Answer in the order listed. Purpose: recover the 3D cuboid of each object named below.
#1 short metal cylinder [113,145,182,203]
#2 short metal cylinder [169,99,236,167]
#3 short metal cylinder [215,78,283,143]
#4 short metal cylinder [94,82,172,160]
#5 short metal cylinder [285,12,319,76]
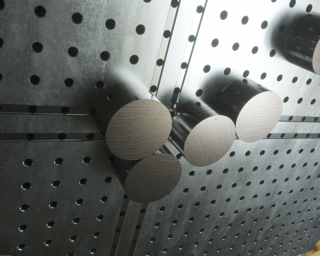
[{"bbox_3d":[-0.018,0.054,0.419,0.081,0.050,0.079,-14,124,-21],"label":"short metal cylinder"},{"bbox_3d":[0.057,0.007,0.430,0.081,0.050,0.079,-14,124,-21],"label":"short metal cylinder"},{"bbox_3d":[0.128,-0.026,0.449,0.081,0.050,0.079,-14,124,-21],"label":"short metal cylinder"},{"bbox_3d":[-0.033,-0.008,0.372,0.081,0.050,0.079,-14,124,-21],"label":"short metal cylinder"},{"bbox_3d":[0.231,-0.121,0.446,0.081,0.050,0.079,-14,124,-21],"label":"short metal cylinder"}]
